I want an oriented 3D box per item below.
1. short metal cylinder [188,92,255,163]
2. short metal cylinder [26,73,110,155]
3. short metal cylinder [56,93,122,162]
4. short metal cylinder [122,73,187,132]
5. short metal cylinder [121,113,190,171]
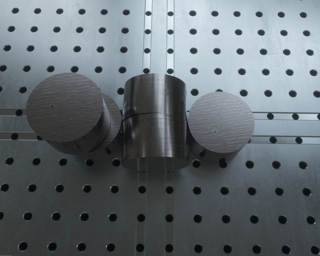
[{"bbox_3d":[0.074,0.000,0.398,0.081,0.050,0.080,0,70,0],"label":"short metal cylinder"},{"bbox_3d":[-0.100,-0.015,0.348,0.081,0.050,0.080,0,70,0],"label":"short metal cylinder"},{"bbox_3d":[-0.087,-0.001,0.398,0.081,0.050,0.080,0,70,0],"label":"short metal cylinder"},{"bbox_3d":[-0.006,-0.028,0.393,0.081,0.080,0.050,1,71,0],"label":"short metal cylinder"},{"bbox_3d":[-0.006,0.020,0.375,0.081,0.080,0.050,-1,70,-1],"label":"short metal cylinder"}]
